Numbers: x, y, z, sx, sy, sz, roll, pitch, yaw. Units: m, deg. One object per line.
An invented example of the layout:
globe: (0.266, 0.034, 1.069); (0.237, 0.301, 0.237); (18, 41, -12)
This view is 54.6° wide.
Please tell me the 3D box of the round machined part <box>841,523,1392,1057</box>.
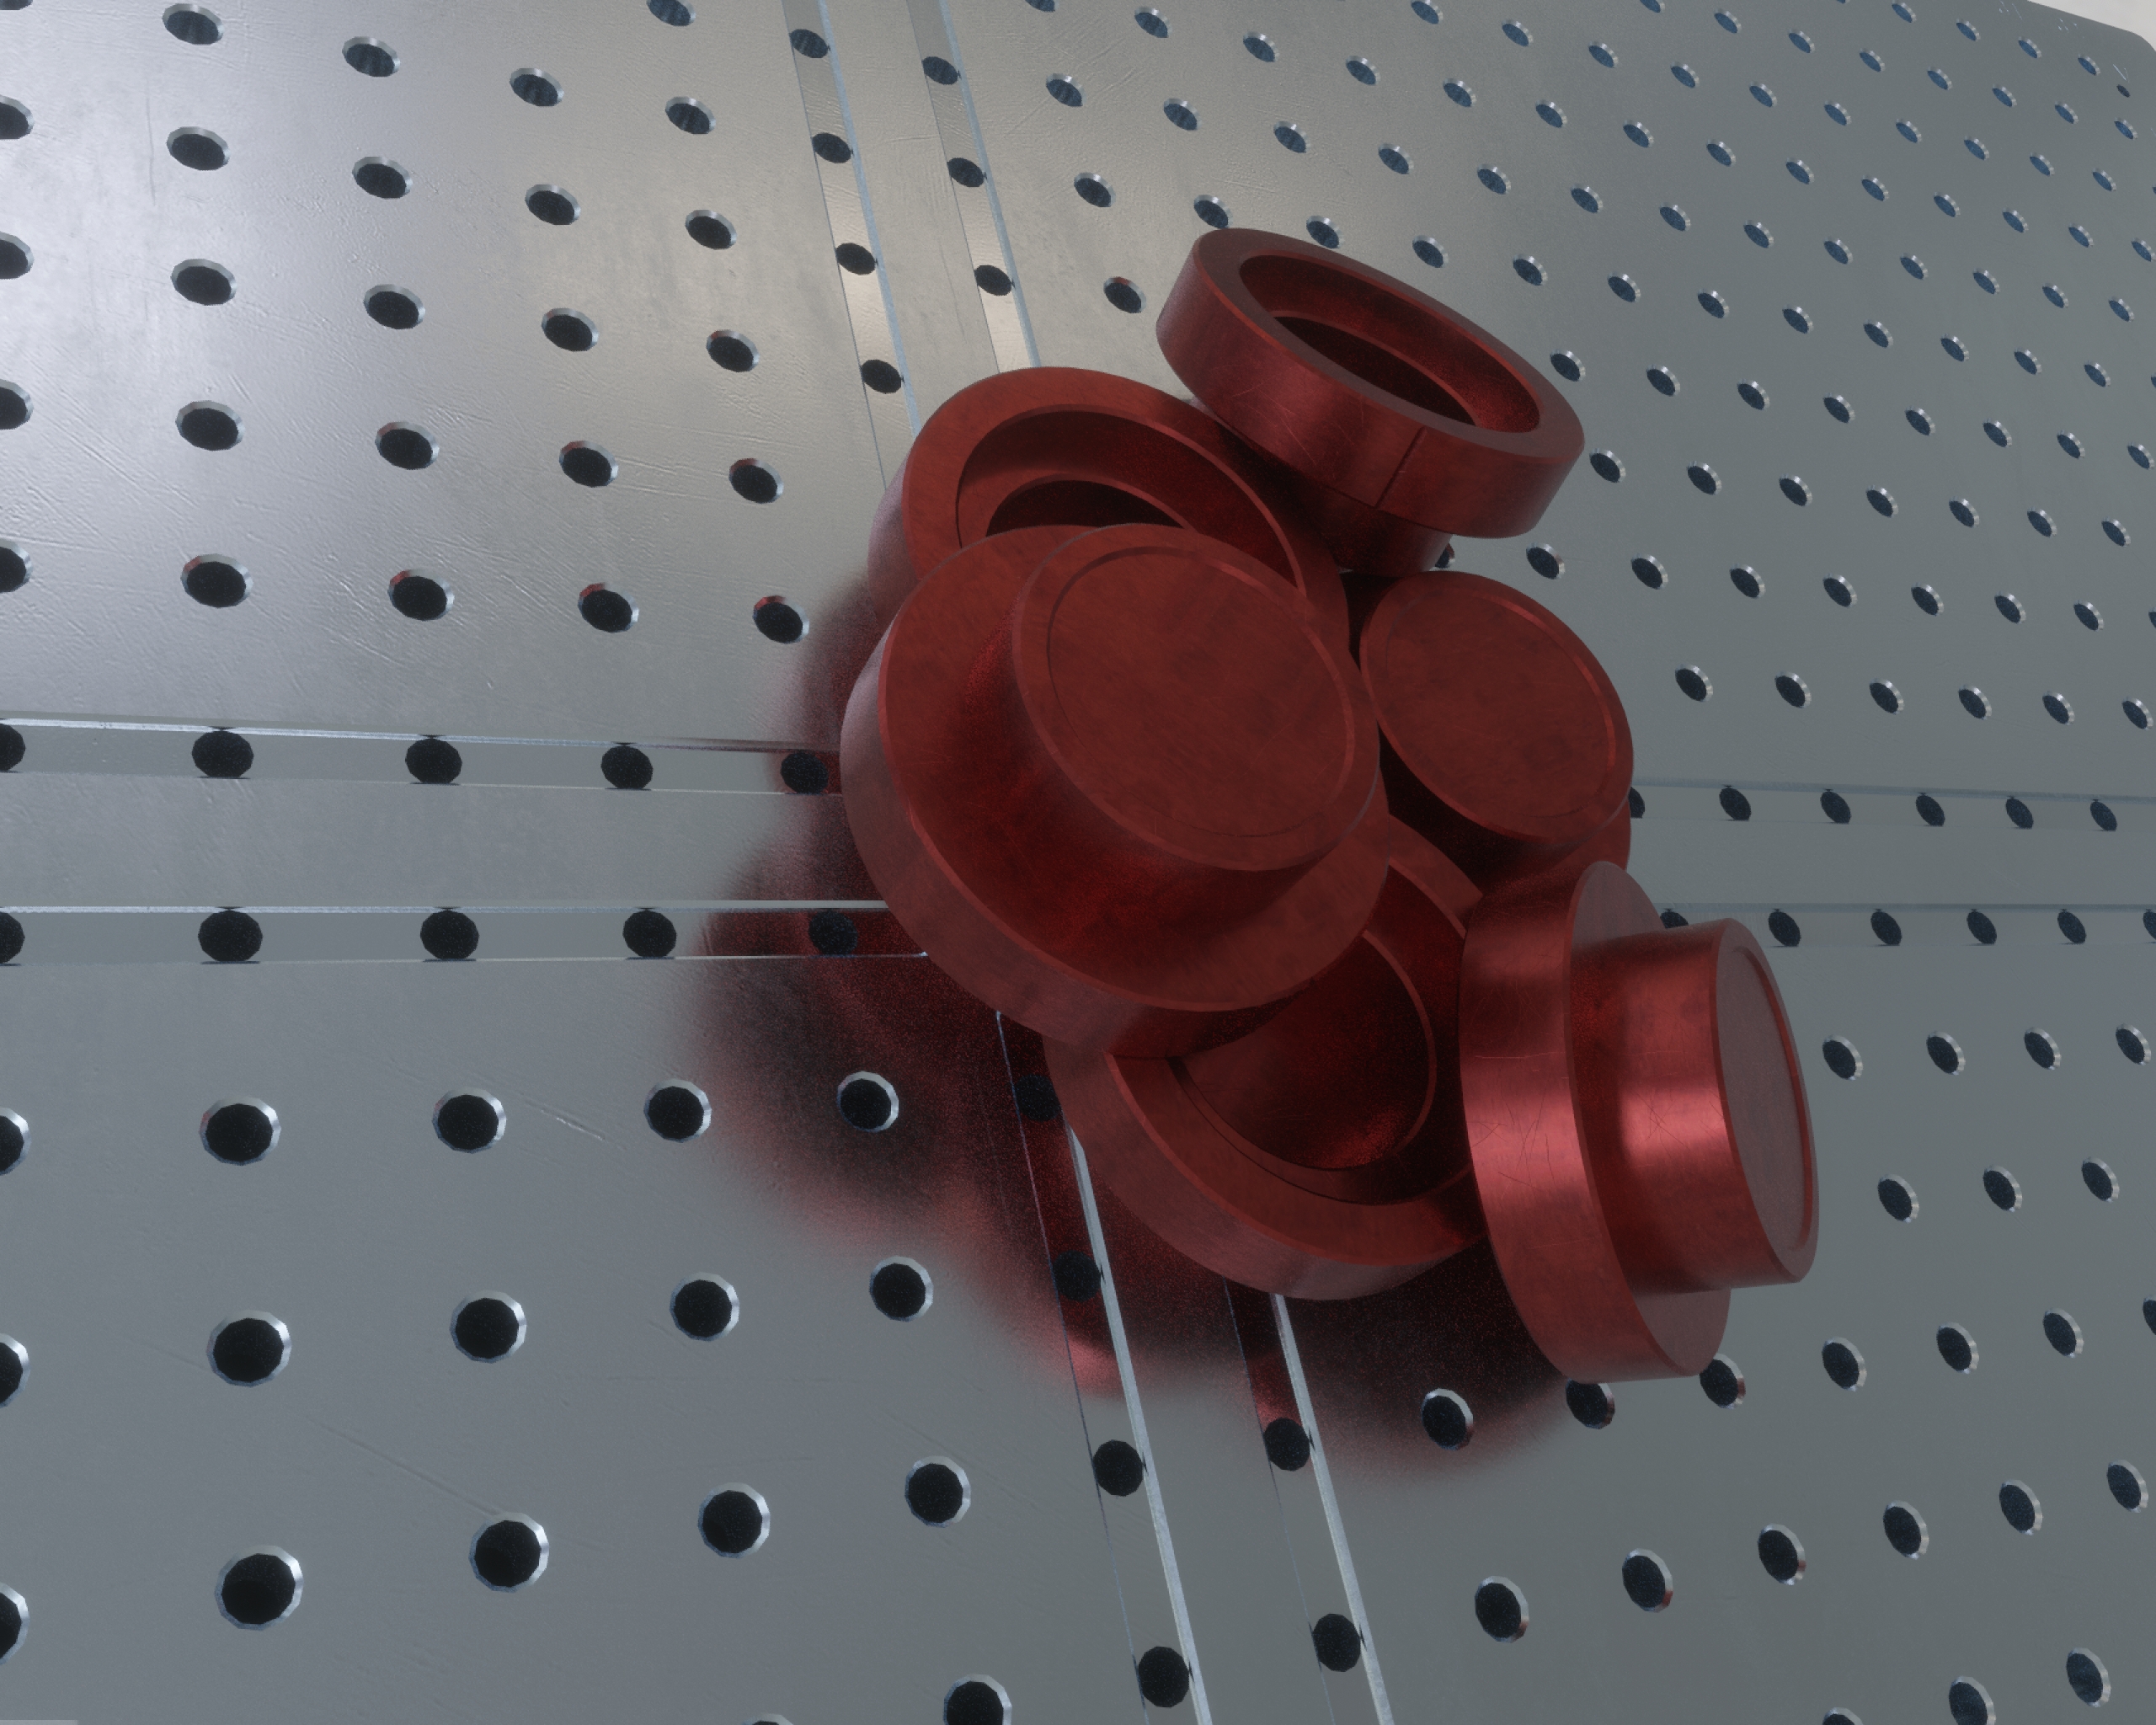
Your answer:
round machined part: (0.013, -0.019, 0.361); (0.099, 0.042, 0.098); (13, 56, -21)

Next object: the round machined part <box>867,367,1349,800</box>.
round machined part: (0.003, -0.050, 0.429); (0.099, 0.042, 0.098); (13, 56, -21)

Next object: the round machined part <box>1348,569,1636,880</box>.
round machined part: (0.081, -0.024, 0.455); (0.099, 0.042, 0.098); (13, 56, -21)

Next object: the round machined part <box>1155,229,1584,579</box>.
round machined part: (0.062, -0.101, 0.477); (0.099, 0.042, 0.098); (20, 32, -13)

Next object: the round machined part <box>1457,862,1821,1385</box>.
round machined part: (0.110, 0.047, 0.395); (0.098, 0.042, 0.098); (32, 52, -52)

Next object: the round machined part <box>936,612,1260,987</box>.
round machined part: (0.007, -0.012, 0.407); (0.099, 0.042, 0.098); (13, 56, -21)

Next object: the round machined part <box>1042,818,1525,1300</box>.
round machined part: (0.037, 0.036, 0.395); (0.099, 0.042, 0.098); (13, 56, -21)
